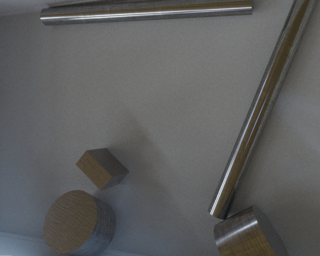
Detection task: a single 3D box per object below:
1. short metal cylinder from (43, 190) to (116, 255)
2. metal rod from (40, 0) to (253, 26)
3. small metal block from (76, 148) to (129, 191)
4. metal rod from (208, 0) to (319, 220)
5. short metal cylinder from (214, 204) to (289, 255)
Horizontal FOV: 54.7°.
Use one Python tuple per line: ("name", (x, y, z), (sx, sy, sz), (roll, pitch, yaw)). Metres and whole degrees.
("short metal cylinder", (-0.107, 0.130, 0.416), (0.080, 0.050, 0.080), (-11, 57, 18))
("metal rod", (-0.031, -0.158, 0.420), (0.301, 0.025, 0.025), (4, 91, 19))
("small metal block", (-0.077, 0.055, 0.423), (0.050, 0.050, 0.025), (43, 103, 14))
("metal rod", (0.123, -0.031, 0.366), (0.025, 0.025, 0.298), (23, 97, 18))
("short metal cylinder", (0.104, 0.133, 0.344), (0.050, 0.080, 0.080), (-34, 79, 17))
